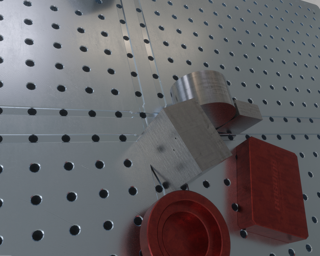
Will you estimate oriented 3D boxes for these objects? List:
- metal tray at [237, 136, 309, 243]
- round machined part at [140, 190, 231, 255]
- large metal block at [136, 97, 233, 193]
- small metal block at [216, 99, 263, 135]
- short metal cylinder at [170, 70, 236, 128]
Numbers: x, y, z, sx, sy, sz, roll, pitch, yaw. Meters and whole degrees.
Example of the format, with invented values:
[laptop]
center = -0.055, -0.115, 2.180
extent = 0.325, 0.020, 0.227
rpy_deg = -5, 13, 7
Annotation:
[metal tray]
center = 0.155, 0.085, 0.437
extent = 0.091, 0.030, 0.130
rpy_deg = 20, 54, -16
[round machined part]
center = 0.024, 0.121, 0.336
extent = 0.099, 0.042, 0.098
rpy_deg = 14, 56, -21
[large metal block]
center = 0.026, 0.023, 0.372
extent = 0.050, 0.080, 0.080
rpy_deg = -21, 73, -36
[small metal block]
center = 0.113, -0.015, 0.457
extent = 0.050, 0.050, 0.025
rpy_deg = 8, 58, -35
[short metal cylinder]
center = 0.058, -0.035, 0.425
extent = 0.081, 0.080, 0.050
rpy_deg = 3, 60, -27
